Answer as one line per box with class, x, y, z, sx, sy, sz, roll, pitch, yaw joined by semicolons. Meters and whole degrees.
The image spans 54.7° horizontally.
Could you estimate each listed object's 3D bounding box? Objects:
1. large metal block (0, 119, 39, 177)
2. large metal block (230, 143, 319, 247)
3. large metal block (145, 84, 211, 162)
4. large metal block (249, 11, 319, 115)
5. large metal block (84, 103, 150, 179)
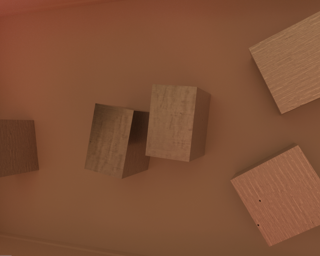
large metal block;-0.233;0.030;0.461;0.050;0.080;0.080;-7;88;19
large metal block;0.138;0.072;0.348;0.080;0.050;0.080;-32;80;17
large metal block;0.025;-0.007;0.372;0.050;0.080;0.079;6;92;19
large metal block;0.155;-0.067;0.343;0.080;0.050;0.080;-26;82;18
large metal block;-0.046;0.014;0.397;0.050;0.080;0.079;12;94;19
